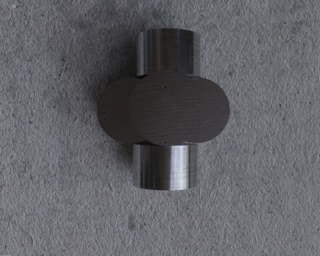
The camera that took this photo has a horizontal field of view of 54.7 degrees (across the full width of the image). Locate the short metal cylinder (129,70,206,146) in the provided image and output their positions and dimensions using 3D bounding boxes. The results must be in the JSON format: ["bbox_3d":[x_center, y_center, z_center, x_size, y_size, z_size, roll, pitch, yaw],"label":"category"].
[{"bbox_3d":[0.008,-0.021,0.348,0.081,0.050,0.079,0,90,-1],"label":"short metal cylinder"}]

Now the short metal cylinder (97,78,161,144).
[{"bbox_3d":[-0.036,-0.021,0.398,0.081,0.050,0.079,0,90,-1],"label":"short metal cylinder"}]

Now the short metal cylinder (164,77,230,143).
[{"bbox_3d":[0.044,-0.022,0.399,0.081,0.050,0.079,0,90,-1],"label":"short metal cylinder"}]

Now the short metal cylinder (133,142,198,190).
[{"bbox_3d":[0.006,0.044,0.384,0.081,0.080,0.050,0,90,-1],"label":"short metal cylinder"}]

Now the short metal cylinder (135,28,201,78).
[{"bbox_3d":[0.010,-0.086,0.384,0.081,0.080,0.050,0,90,-1],"label":"short metal cylinder"}]
